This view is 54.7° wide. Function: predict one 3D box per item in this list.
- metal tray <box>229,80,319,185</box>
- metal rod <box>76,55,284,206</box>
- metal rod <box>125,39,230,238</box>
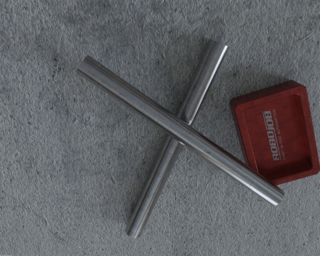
[{"bbox_3d":[0.154,0.012,0.413,0.090,0.030,0.129,-18,109,6],"label":"metal tray"},{"bbox_3d":[0.033,0.009,0.385,0.301,0.025,0.025,34,106,-10],"label":"metal rod"},{"bbox_3d":[0.016,0.027,0.420,0.025,0.025,0.298,21,109,-8],"label":"metal rod"}]
